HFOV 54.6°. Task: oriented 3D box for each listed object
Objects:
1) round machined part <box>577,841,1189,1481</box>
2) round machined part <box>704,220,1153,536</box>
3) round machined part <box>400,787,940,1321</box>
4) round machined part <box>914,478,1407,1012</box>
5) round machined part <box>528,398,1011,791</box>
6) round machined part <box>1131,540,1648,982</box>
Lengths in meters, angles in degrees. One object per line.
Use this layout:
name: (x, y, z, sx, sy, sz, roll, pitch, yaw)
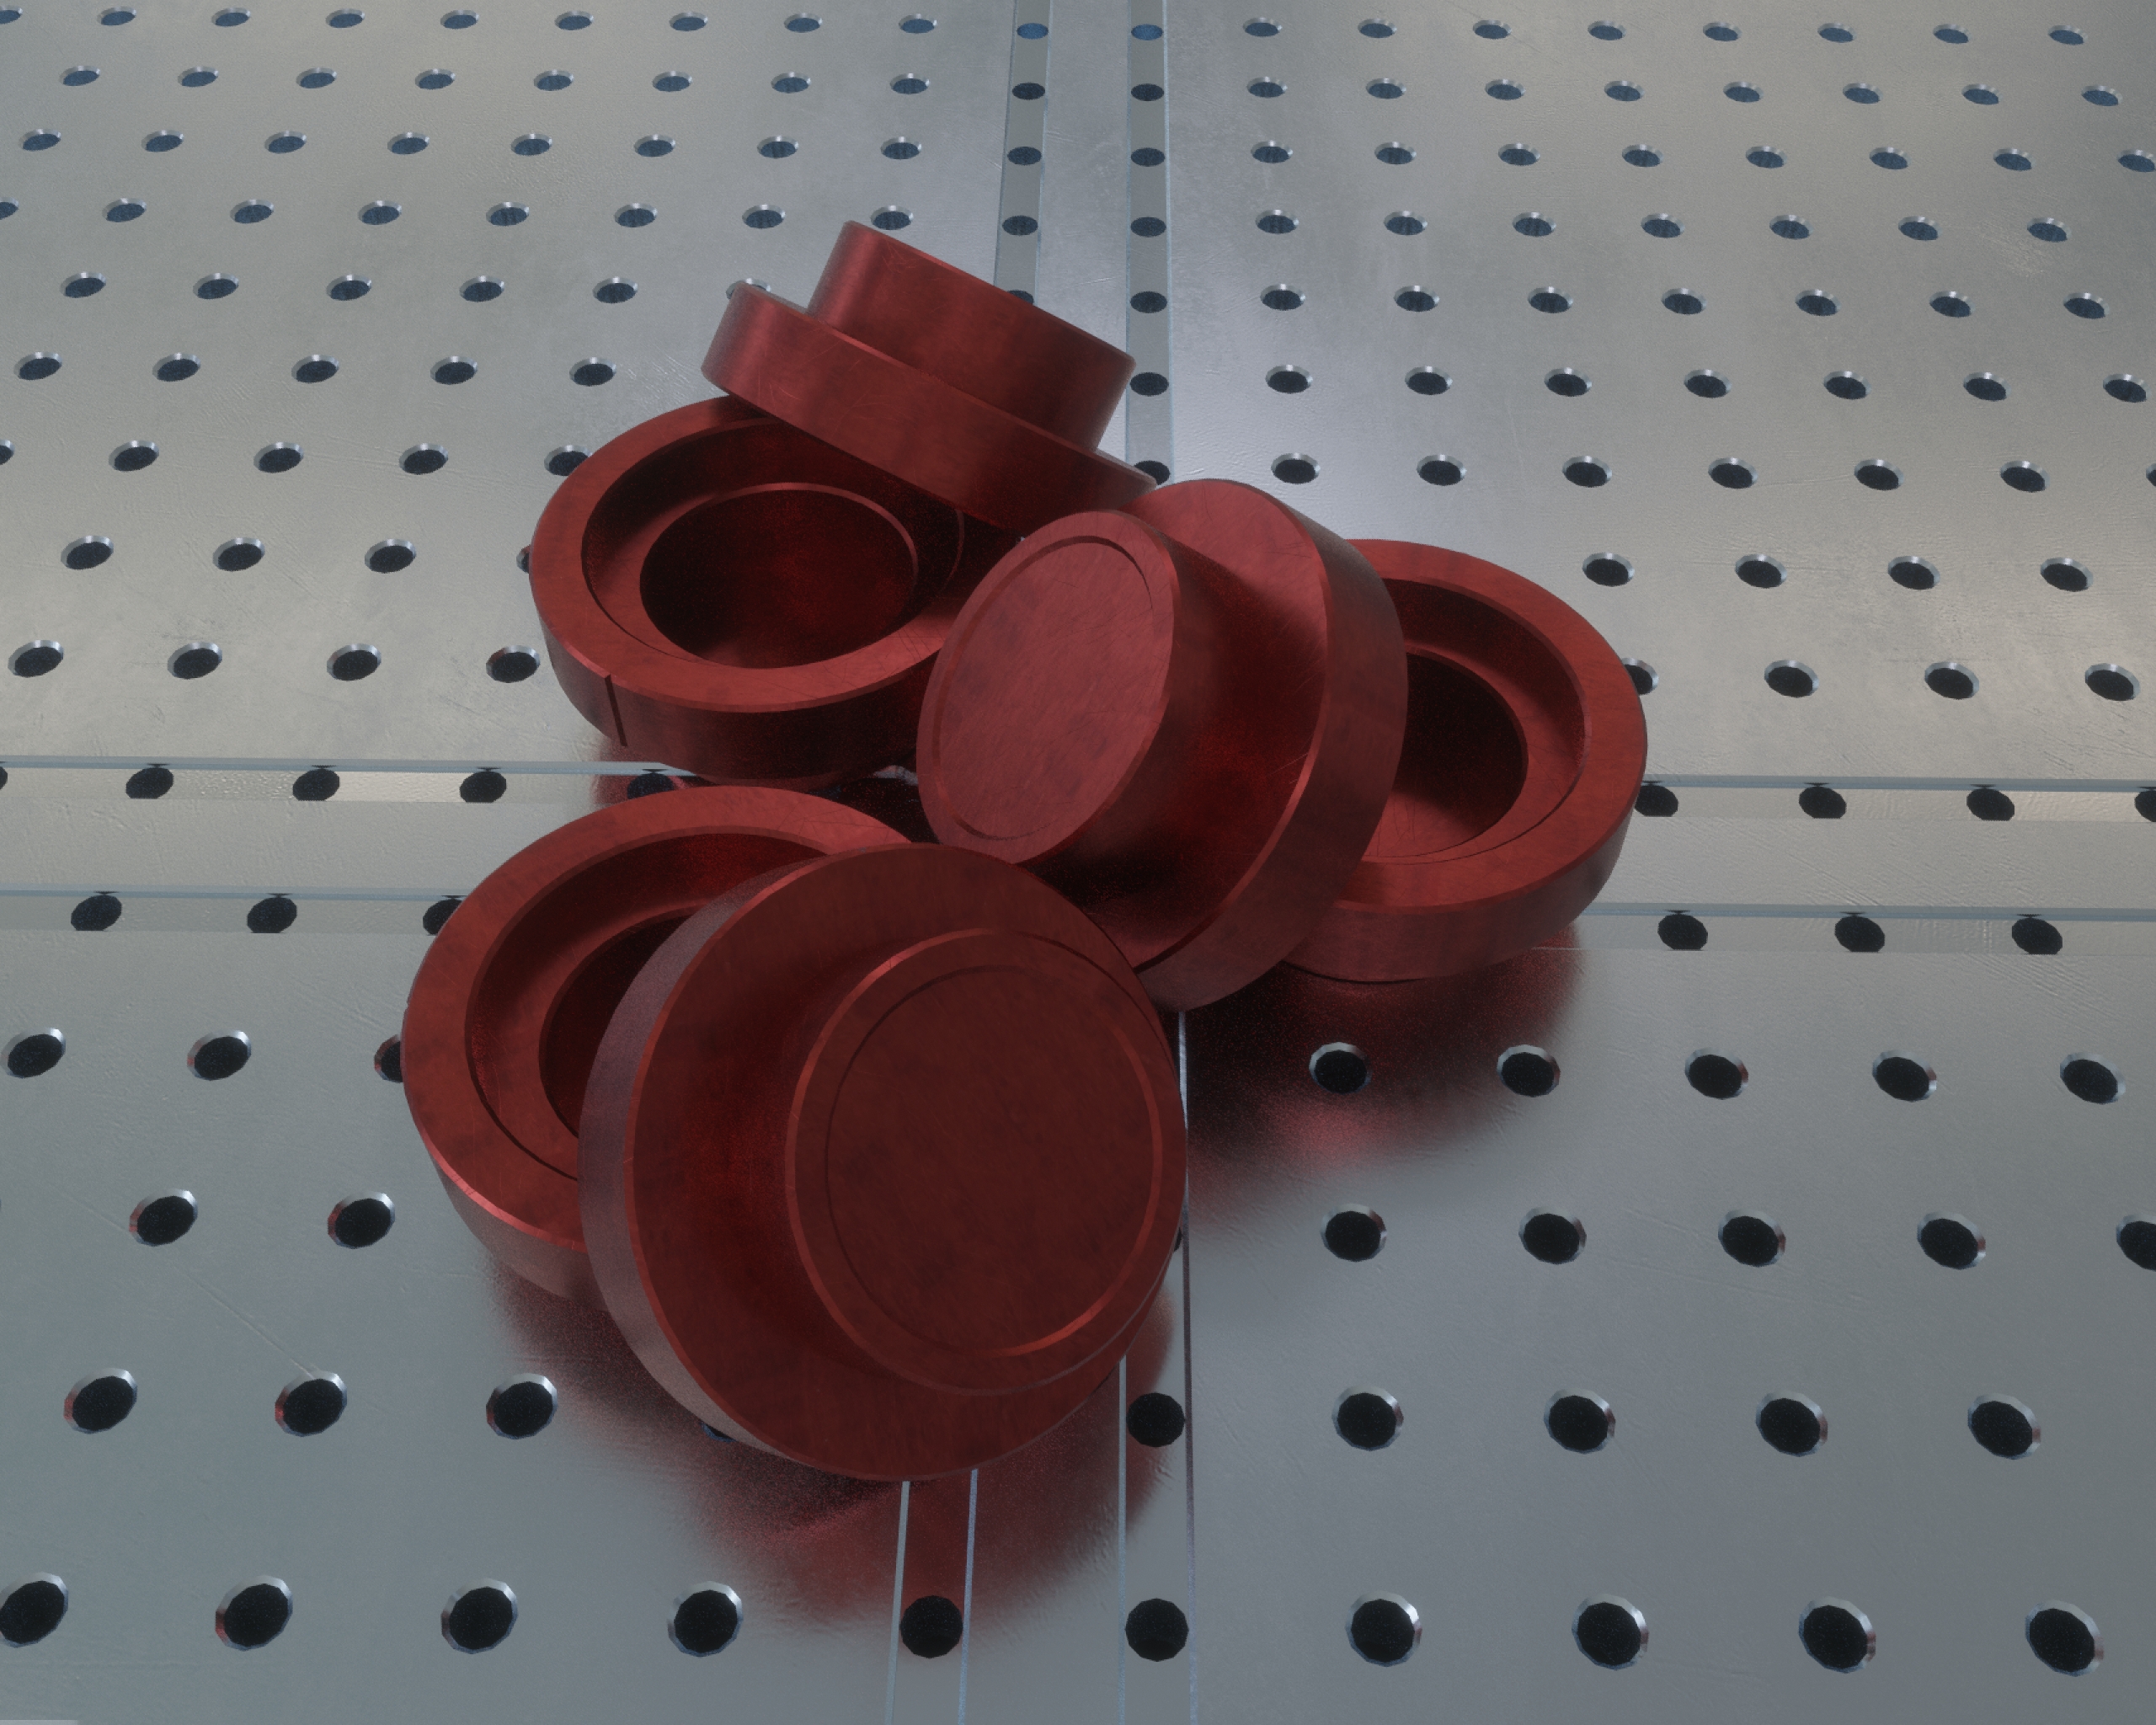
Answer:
round machined part: (-0.022, 0.045, 0.322, 0.099, 0.042, 0.098, 5, 82, -33)
round machined part: (-0.027, -0.103, 0.448, 0.098, 0.042, 0.098, 25, 11, -5)
round machined part: (-0.063, 0.036, 0.365, 0.099, 0.042, 0.098, 0, 50, 0)
round machined part: (0.008, -0.025, 0.378, 0.042, 0.098, 0.098, 22, 37, -39)
round machined part: (-0.062, -0.053, 0.440, 0.099, 0.042, 0.098, 0, 50, 0)
round machined part: (0.058, -0.016, 0.410, 0.099, 0.042, 0.098, 0, 50, 0)
